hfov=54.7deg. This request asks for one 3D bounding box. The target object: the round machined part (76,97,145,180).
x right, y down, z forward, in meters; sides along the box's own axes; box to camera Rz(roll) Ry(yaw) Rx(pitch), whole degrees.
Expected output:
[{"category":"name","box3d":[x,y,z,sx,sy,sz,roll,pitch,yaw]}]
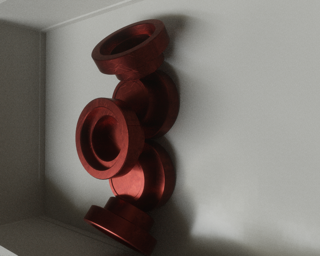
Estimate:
[{"category":"round machined part","box3d":[-0.058,0.012,0.383,0.098,0.042,0.097,0,90,39]}]

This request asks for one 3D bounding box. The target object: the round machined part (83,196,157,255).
[{"category":"round machined part","box3d":[-0.047,0.125,0.407,0.098,0.098,0.042,8,58,39]}]

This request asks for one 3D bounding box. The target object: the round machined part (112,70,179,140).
[{"category":"round machined part","box3d":[-0.027,-0.033,0.413,0.098,0.042,0.097,0,90,39]}]

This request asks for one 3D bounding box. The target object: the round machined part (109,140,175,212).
[{"category":"round machined part","box3d":[-0.031,0.065,0.417,0.098,0.042,0.097,0,90,39]}]

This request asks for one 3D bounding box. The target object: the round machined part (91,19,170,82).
[{"category":"round machined part","box3d":[-0.033,-0.095,0.395,0.098,0.098,0.042,9,138,39]}]
